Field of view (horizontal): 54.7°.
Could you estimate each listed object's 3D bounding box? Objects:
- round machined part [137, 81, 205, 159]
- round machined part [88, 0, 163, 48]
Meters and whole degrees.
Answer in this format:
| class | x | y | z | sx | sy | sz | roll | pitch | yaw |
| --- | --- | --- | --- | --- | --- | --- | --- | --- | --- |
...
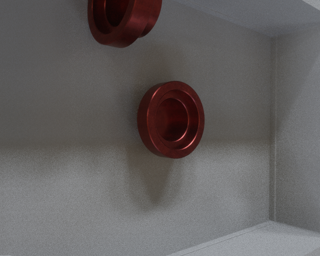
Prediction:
| class | x | y | z | sx | sy | sz | roll | pitch | yaw |
| --- | --- | --- | --- | --- | --- | --- | --- | --- | --- |
| round machined part | 0.010 | -0.010 | 0.403 | 0.099 | 0.042 | 0.097 | 0 | 90 | -40 |
| round machined part | -0.035 | -0.134 | 0.329 | 0.042 | 0.098 | 0.097 | 1 | 89 | -40 |
